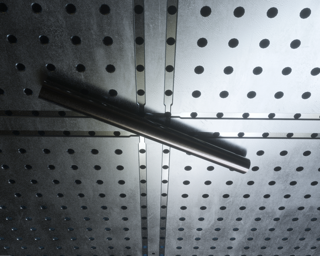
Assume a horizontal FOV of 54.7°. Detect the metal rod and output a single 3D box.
[{"bbox_3d":[-0.007,0.005,0.416,0.302,0.025,0.025,21,127,-18],"label":"metal rod"}]
